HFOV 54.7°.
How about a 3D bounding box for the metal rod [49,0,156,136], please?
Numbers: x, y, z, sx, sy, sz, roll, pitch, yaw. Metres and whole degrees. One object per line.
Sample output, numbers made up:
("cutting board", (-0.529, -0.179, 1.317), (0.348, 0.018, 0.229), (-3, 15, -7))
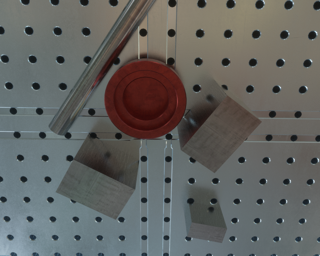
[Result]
("metal rod", (-0.048, -0.111, 0.371), (0.025, 0.025, 0.299), (34, 106, -12))

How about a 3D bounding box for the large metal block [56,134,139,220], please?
("large metal block", (-0.077, 0.061, 0.406), (0.080, 0.080, 0.050), (28, 108, -10))

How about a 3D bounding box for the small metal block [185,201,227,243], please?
("small metal block", (0.065, 0.136, 0.451), (0.050, 0.050, 0.025), (12, 110, -5))

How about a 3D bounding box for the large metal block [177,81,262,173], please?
("large metal block", (0.068, -0.005, 0.383), (0.050, 0.080, 0.080), (35, 106, -12))

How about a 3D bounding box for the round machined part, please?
("round machined part", (-0.017, -0.039, 0.390), (0.099, 0.042, 0.097), (0, 110, 0))
